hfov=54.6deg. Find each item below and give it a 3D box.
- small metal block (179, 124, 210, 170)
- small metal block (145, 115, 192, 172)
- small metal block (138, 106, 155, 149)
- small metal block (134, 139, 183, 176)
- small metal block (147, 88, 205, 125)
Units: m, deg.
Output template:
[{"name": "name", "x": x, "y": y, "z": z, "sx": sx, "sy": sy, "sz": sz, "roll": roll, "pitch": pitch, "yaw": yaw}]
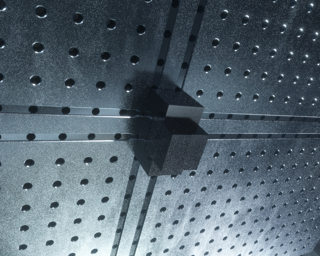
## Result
[{"name": "small metal block", "x": 0.031, "y": 0.018, "z": 0.390, "sx": 0.025, "sy": 0.050, "sz": 0.050, "roll": 2, "pitch": 117, "yaw": -28}, {"name": "small metal block", "x": 0.008, "y": 0.018, "z": 0.377, "sx": 0.025, "sy": 0.050, "sz": 0.050, "roll": 2, "pitch": 118, "yaw": -29}, {"name": "small metal block", "x": 0.003, "y": 0.000, "z": 0.412, "sx": 0.050, "sy": 0.025, "sz": 0.050, "roll": 2, "pitch": 117, "yaw": -28}, {"name": "small metal block", "x": 0.000, "y": 0.039, "z": 0.418, "sx": 0.050, "sy": 0.050, "sz": 0.025, "roll": 1, "pitch": 118, "yaw": -29}, {"name": "small metal block", "x": 0.019, "y": -0.026, "z": 0.387, "sx": 0.050, "sy": 0.050, "sz": 0.025, "roll": 2, "pitch": 118, "yaw": -29}]
